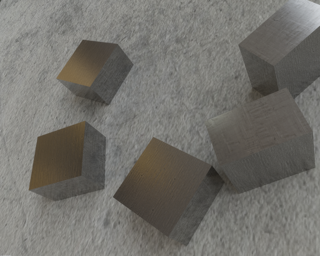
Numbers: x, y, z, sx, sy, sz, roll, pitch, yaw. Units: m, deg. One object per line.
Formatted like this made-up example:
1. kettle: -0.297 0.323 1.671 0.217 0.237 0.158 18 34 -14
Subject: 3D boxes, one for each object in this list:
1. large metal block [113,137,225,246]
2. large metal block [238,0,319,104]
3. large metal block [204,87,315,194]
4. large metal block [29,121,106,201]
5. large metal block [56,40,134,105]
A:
1. large metal block: 0.010 0.068 0.340 0.080 0.050 0.080 25 75 36
2. large metal block: 0.143 -0.081 0.343 0.080 0.080 0.050 -42 51 0
3. large metal block: 0.100 0.017 0.305 0.080 0.080 0.050 -23 54 14
4. large metal block: -0.123 0.046 0.422 0.080 0.050 0.080 -17 55 18
5. large metal block: -0.103 -0.090 0.495 0.080 0.050 0.080 17 70 34
